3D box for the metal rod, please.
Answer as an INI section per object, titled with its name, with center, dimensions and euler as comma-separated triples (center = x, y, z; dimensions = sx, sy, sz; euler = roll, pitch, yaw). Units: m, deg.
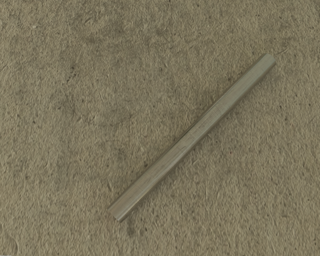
[metal rod]
center = 0.050, 0.004, 0.407
dimensions = 0.025, 0.025, 0.301
euler = 43, 75, 14
